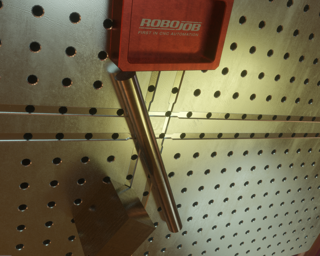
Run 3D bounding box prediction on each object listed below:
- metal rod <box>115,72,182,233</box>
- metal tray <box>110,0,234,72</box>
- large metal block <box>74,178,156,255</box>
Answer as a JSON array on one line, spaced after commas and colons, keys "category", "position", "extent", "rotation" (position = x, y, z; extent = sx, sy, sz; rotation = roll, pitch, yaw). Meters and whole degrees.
[{"category": "metal rod", "position": [-0.007, 0.054, 0.442], "extent": [0.025, 0.025, 0.298], "rotation": [-26, 128, -13]}, {"category": "metal tray", "position": [0.014, -0.112, 0.347], "extent": [0.131, 0.030, 0.089], "rotation": [-6, 121, -26]}, {"category": "large metal block", "position": [-0.064, 0.130, 0.423], "extent": [0.080, 0.080, 0.050], "rotation": [-49, 129, 6]}]
